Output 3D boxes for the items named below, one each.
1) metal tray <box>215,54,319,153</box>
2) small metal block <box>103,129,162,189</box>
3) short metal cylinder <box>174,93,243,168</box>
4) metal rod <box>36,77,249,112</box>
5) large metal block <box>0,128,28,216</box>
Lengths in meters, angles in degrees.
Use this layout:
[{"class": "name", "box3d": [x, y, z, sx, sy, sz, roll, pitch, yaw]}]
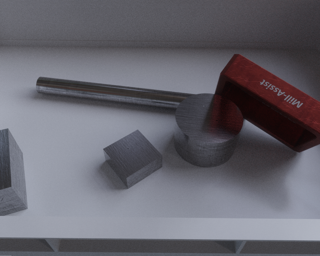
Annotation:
[{"class": "metal tray", "box3d": [0.130, -0.026, 0.367, 0.130, 0.090, 0.030, 35, 82, 11]}, {"class": "small metal block", "box3d": [-0.032, 0.036, 0.374, 0.050, 0.025, 0.050, -30, 57, -23]}, {"class": "short metal cylinder", "box3d": [0.058, 0.002, 0.388, 0.081, 0.050, 0.080, 0, 50, 0]}, {"class": "metal rod", "box3d": [-0.027, -0.045, 0.441, 0.302, 0.025, 0.025, 7, 50, 5]}, {"class": "large metal block", "box3d": [-0.198, 0.055, 0.340, 0.081, 0.050, 0.080, -15, 52, -13]}]
